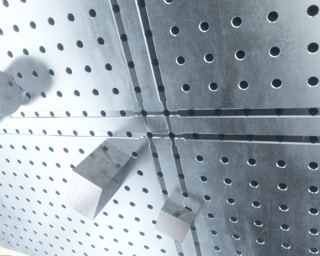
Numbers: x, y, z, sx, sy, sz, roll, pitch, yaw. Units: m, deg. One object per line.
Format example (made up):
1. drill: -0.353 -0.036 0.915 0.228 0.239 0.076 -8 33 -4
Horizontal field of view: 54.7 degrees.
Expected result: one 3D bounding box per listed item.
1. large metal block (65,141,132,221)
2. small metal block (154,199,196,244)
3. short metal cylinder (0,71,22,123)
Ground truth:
1. large metal block: -0.094 0.080 0.475 0.050 0.080 0.079 30 128 9
2. small metal block: 0.023 0.148 0.490 0.050 0.025 0.050 25 127 13
3. short metal cylinder: -0.269 -0.047 0.489 0.050 0.080 0.080 -24 105 37
